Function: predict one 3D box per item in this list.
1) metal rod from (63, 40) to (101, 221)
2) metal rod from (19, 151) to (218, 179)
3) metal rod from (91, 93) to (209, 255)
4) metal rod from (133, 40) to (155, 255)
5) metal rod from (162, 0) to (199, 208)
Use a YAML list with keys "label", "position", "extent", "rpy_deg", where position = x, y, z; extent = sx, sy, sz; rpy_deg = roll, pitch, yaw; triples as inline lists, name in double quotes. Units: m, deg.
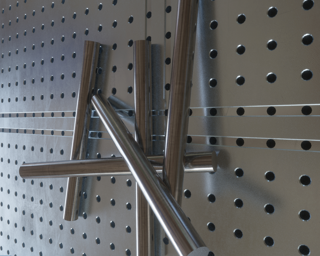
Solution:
- label: "metal rod"
  position: [-0.131, 0.009, 0.514]
  extent: [0.025, 0.025, 0.298]
  rpy_deg: [15, 99, 39]
- label: "metal rod"
  position: [-0.073, 0.053, 0.419]
  extent: [0.301, 0.025, 0.025]
  rpy_deg: [-6, 86, 24]
- label: "metal rod"
  position: [-0.033, 0.033, 0.376]
  extent: [0.300, 0.025, 0.025]
  rpy_deg: [50, 121, 48]
- label: "metal rod"
  position: [-0.022, 0.031, 0.425]
  extent: [0.025, 0.025, 0.298]
  rpy_deg: [-2, 89, 39]
- label: "metal rod"
  position: [0.025, -0.057, 0.360]
  extent: [0.025, 0.025, 0.298]
  rpy_deg: [0, 82, 39]
